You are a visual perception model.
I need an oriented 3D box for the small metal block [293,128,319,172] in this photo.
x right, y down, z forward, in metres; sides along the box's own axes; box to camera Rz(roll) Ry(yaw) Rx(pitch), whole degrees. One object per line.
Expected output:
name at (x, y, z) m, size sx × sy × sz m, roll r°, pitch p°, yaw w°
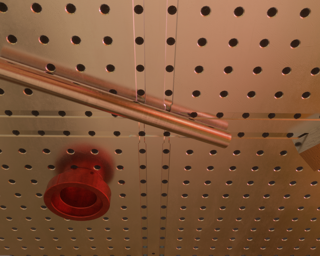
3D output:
small metal block at (0.228, 0.029, 0.440) m, size 0.050 × 0.025 × 0.050 m, roll -34°, pitch 123°, yaw 25°

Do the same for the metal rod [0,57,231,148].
metal rod at (-0.048, -0.027, 0.387) m, size 0.302 × 0.025 × 0.025 m, roll 17°, pitch 128°, yaw -15°

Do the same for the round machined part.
round machined part at (-0.126, 0.100, 0.484) m, size 0.099 × 0.042 × 0.097 m, roll -1°, pitch 130°, yaw 0°
